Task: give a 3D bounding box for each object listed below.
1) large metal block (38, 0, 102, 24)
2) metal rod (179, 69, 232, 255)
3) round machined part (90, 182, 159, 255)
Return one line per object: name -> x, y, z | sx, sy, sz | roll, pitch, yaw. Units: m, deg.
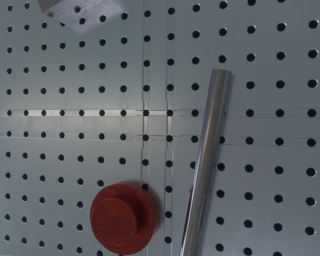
large metal block -> -0.135, -0.212, 0.447 | 0.080, 0.050, 0.080 | -24, 82, 18
metal rod -> 0.052, 0.076, 0.394 | 0.025, 0.025, 0.298 | 11, 94, 19
round machined part -> -0.054, 0.125, 0.423 | 0.098, 0.042, 0.097 | 0, 90, 19
